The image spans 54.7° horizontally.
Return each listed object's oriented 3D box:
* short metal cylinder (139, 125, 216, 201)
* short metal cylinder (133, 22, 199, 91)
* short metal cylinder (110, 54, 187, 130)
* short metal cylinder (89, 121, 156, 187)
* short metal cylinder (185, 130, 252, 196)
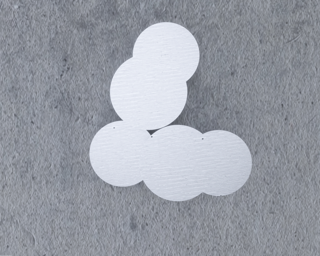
[{"bbox_3d":[0.018,0.036,0.348,0.081,0.050,0.080,0,90,-1],"label":"short metal cylinder"},{"bbox_3d":[0.007,-0.088,0.399,0.081,0.050,0.080,0,90,0],"label":"short metal cylinder"},{"bbox_3d":[-0.012,-0.038,0.348,0.080,0.050,0.080,0,90,0],"label":"short metal cylinder"},{"bbox_3d":[-0.045,0.031,0.398,0.081,0.050,0.080,0,90,0],"label":"short metal cylinder"},{"bbox_3d":[0.071,0.042,0.399,0.081,0.050,0.080,0,90,0],"label":"short metal cylinder"}]
